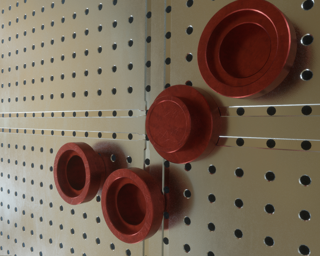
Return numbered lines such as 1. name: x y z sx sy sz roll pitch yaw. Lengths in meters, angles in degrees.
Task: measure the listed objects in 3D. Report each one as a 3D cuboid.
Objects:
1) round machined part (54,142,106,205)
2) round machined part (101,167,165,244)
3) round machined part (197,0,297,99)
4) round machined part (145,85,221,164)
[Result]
1. round machined part: -0.126 0.071 0.499 0.098 0.042 0.097 0 90 39
2. round machined part: -0.032 0.102 0.423 0.098 0.042 0.097 0 90 39
3. round machined part: 0.091 -0.078 0.322 0.098 0.042 0.097 0 90 39
4. round machined part: 0.021 -0.005 0.380 0.098 0.042 0.097 0 90 39
